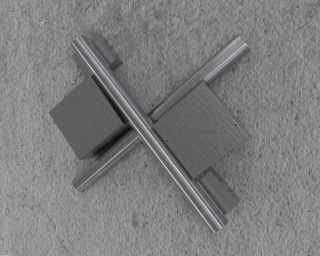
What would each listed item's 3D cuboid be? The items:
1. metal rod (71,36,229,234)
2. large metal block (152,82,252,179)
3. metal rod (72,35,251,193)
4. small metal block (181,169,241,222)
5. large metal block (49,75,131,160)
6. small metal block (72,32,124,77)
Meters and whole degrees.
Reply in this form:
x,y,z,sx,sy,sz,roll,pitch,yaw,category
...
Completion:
x,y,z,sx,sy,sz,roll,pitch,yaw,category
-0.020,-0.001,0.390,0.025,0.025,0.300,-41,77,15,metal rod
0.052,0.003,0.378,0.080,0.050,0.080,-41,77,15,large metal block
-0.008,-0.010,0.414,0.299,0.025,0.025,-40,77,15,metal rod
0.064,0.087,0.388,0.050,0.025,0.050,-45,76,14,small metal block
-0.090,-0.014,0.427,0.080,0.050,0.080,-39,78,16,large metal block
-0.089,-0.098,0.442,0.050,0.025,0.050,-39,78,15,small metal block
